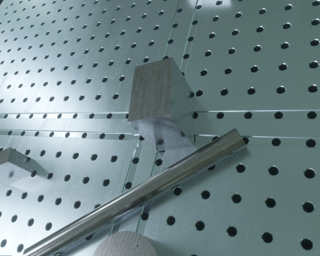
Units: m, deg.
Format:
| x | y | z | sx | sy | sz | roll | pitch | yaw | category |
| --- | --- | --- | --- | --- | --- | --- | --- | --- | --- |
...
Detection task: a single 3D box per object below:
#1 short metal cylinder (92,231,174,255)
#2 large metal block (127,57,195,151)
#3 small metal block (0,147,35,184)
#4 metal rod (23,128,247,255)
| x | y | z | sx | sy | sz | roll | pitch | yaw | category |
| --- | --- | --- | --- | --- | --- | --- | --- | --- | --- |
| -0.026 | 0.150 | 0.313 | 0.080 | 0.050 | 0.080 | -13 | 57 | 20 | short metal cylinder |
| 0.006 | -0.026 | 0.385 | 0.050 | 0.080 | 0.080 | -10 | 58 | 23 | large metal block |
| -0.231 | 0.059 | 0.475 | 0.050 | 0.050 | 0.025 | -22 | 54 | 15 | small metal block |
| -0.036 | 0.087 | 0.372 | 0.300 | 0.025 | 0.025 | -31 | 52 | 7 | metal rod |
